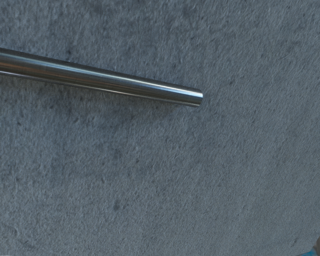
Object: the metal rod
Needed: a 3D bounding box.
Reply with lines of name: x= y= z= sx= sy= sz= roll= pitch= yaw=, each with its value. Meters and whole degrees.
metal rod: x=-0.079 y=-0.054 z=0.330 sx=0.302 sy=0.025 sz=0.025 roll=7 pitch=115 yaw=-32
